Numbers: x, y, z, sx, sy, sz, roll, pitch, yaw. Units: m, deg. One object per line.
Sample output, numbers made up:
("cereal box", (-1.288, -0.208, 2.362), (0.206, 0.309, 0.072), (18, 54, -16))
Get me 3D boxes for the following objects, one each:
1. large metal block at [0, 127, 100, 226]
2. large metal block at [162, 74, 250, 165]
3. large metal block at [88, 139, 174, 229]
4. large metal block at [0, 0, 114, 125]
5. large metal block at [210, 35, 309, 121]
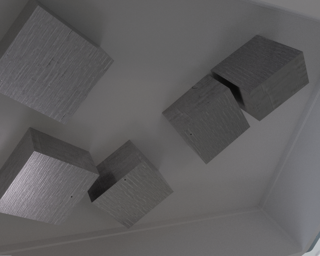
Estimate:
("large metal block", (-0.131, 0.058, 0.356), (0.080, 0.050, 0.080), (30, 102, -38))
("large metal block", (0.064, -0.011, 0.420), (0.080, 0.050, 0.080), (-41, 130, 0))
("large metal block", (-0.042, 0.077, 0.417), (0.080, 0.050, 0.080), (-39, 129, -2))
("large metal block", (-0.106, -0.062, 0.296), (0.080, 0.050, 0.080), (33, 100, -38))
("large metal block", (0.127, -0.067, 0.401), (0.080, 0.080, 0.050), (-38, 129, -3))
